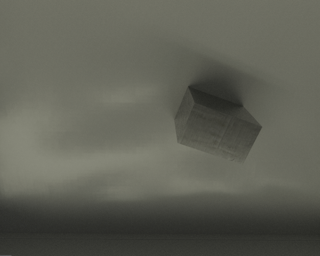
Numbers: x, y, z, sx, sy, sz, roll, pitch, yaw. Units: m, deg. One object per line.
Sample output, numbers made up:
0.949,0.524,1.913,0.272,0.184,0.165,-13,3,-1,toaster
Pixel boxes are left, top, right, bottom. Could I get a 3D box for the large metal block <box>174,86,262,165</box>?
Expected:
0.066,-0.006,0.381,0.080,0.080,0.050,19,109,-7,large metal block
